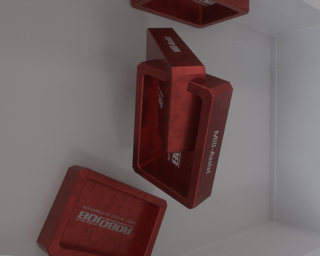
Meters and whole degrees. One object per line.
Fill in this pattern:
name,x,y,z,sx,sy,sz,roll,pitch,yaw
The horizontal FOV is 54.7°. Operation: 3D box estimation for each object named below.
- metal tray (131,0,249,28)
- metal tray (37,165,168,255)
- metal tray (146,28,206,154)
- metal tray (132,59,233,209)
metal tray,0.040,-0.166,0.397,0.131,0.090,0.030,1,90,-40
metal tray,-0.058,0.107,0.354,0.131,0.030,0.090,31,71,-36
metal tray,0.010,-0.045,0.330,0.030,0.130,0.089,-4,123,-10
metal tray,0.015,0.005,0.310,0.030,0.090,0.129,-24,130,-42
